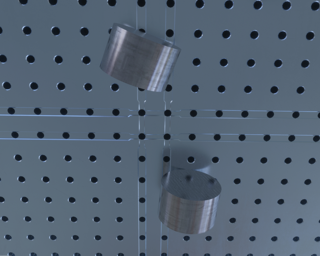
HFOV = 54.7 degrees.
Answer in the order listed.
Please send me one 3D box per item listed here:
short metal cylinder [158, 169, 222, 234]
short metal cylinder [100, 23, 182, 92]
[{"bbox_3d":[0.039,0.097,0.421,0.081,0.080,0.050,5,110,-2],"label":"short metal cylinder"},{"bbox_3d":[-0.022,-0.081,0.354,0.080,0.080,0.050,20,109,-8],"label":"short metal cylinder"}]
